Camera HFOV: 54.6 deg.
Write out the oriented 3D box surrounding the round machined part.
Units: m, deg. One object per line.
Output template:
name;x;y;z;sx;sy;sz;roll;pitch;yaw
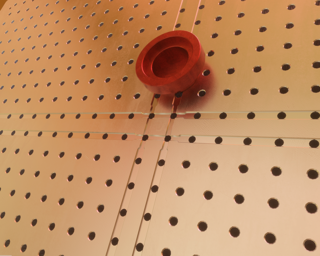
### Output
round machined part;0.018;-0.088;0.443;0.098;0.042;0.098;-13;56;21
